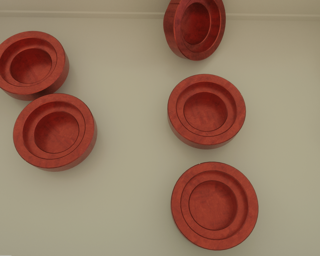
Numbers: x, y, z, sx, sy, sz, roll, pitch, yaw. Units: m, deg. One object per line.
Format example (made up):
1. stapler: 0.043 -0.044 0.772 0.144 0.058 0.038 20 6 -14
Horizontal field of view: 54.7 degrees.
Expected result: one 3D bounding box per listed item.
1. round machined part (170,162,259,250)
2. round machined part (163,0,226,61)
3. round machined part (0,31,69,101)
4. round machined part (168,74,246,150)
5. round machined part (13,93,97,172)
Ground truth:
1. round machined part: 0.061 0.092 0.367 0.099 0.042 0.098 0 70 0
2. round machined part: 0.043 -0.146 0.435 0.098 0.098 0.042 -47 41 -15
3. round machined part: -0.175 -0.081 0.429 0.099 0.042 0.098 0 70 0
4. round machined part: 0.059 -0.018 0.408 0.099 0.042 0.098 0 70 0
5. round machined part: -0.129 0.008 0.397 0.099 0.042 0.098 0 70 0
